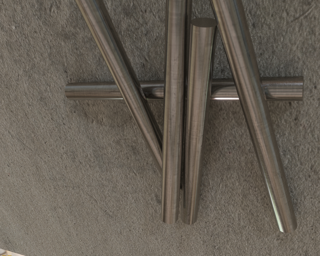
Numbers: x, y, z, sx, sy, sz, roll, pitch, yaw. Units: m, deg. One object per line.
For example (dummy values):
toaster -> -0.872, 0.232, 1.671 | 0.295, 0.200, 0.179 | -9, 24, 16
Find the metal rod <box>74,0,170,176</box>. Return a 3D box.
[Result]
metal rod -> -0.028, -0.031, 0.368 | 0.025, 0.025, 0.299 | -3, 128, 30

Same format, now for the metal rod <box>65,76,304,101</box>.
metal rod -> 0.008, -0.046, 0.374 | 0.300, 0.025, 0.025 | 3, 120, 26

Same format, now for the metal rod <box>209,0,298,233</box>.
metal rod -> 0.108, 0.005, 0.327 | 0.025, 0.025, 0.299 | -6, 124, 31

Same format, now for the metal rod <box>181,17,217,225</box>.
metal rod -> 0.042, 0.020, 0.373 | 0.025, 0.025, 0.298 | 16, 132, 19

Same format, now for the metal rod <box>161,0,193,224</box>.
metal rod -> 0.016, 0.000, 0.364 | 0.025, 0.025, 0.298 | 14, 124, 20
